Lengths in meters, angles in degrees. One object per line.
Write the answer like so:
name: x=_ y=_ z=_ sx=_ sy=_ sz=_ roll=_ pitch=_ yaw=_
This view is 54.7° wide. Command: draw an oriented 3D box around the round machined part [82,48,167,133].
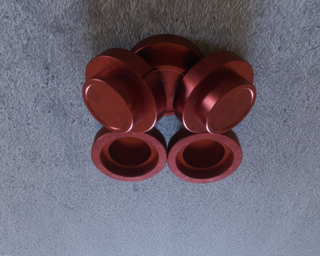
round machined part: x=-0.045 y=-0.033 z=0.337 sx=0.098 sy=0.042 sz=0.097 roll=24 pitch=139 yaw=23

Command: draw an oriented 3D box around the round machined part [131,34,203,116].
round machined part: x=0.006 y=-0.052 z=0.352 sx=0.099 sy=0.042 sz=0.097 roll=-1 pitch=130 yaw=0

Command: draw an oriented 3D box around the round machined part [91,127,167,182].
round machined part: x=-0.040 y=0.025 z=0.418 sx=0.099 sy=0.042 sz=0.097 roll=-1 pitch=130 yaw=0

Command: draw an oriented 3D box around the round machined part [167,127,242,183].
round machined part: x=0.059 y=0.029 z=0.423 sx=0.099 sy=0.042 sz=0.097 roll=-1 pitch=130 yaw=0

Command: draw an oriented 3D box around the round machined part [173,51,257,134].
round machined part: x=0.067 y=-0.032 z=0.343 sx=0.099 sy=0.042 sz=0.097 roll=-24 pitch=141 yaw=-21
